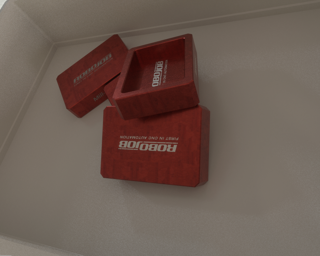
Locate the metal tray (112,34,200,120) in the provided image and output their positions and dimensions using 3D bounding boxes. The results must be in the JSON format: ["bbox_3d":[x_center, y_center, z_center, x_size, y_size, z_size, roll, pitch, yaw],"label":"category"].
[{"bbox_3d":[-0.001,-0.067,0.380,0.090,0.030,0.130,-11,37,13],"label":"metal tray"}]

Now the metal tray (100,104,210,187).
[{"bbox_3d":[-0.008,0.019,0.371,0.130,0.030,0.089,1,86,27],"label":"metal tray"}]

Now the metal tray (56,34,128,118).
[{"bbox_3d":[-0.102,-0.087,0.510,0.130,0.030,0.090,-35,51,5],"label":"metal tray"}]

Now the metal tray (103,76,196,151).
[{"bbox_3d":[-0.017,-0.038,0.435,0.090,0.030,0.130,-36,51,3],"label":"metal tray"}]
